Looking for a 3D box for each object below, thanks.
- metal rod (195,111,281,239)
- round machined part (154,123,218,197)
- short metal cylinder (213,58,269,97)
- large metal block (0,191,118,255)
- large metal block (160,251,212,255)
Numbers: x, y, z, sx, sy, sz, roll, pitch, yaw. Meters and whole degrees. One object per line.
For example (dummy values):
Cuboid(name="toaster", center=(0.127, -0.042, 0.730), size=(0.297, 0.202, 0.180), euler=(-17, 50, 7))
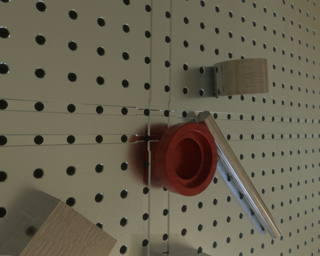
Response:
Cuboid(name="metal rod", center=(0.142, 0.092, 0.527), size=(0.025, 0.025, 0.299), euler=(-51, 120, -28))
Cuboid(name="round machined part", center=(0.031, 0.041, 0.424), size=(0.099, 0.042, 0.097), euler=(0, 90, -40))
Cuboid(name="short metal cylinder", center=(0.124, -0.076, 0.477), size=(0.081, 0.080, 0.050), euler=(-8, 95, -40))
Cuboid(name="large metal block", center=(-0.104, 0.122, 0.306), size=(0.080, 0.050, 0.080), euler=(48, 61, -29))
Cuboid(name="large metal block", center=(0.041, 0.220, 0.428), size=(0.081, 0.050, 0.080), euler=(15, 80, -39))
